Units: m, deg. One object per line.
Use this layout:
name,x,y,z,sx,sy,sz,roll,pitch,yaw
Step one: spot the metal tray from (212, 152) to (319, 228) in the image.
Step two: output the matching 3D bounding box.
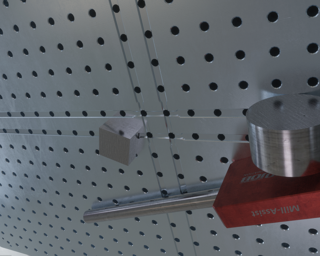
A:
metal tray,0.131,0.060,0.337,0.130,0.090,0.030,-21,107,36

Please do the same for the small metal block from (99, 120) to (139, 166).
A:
small metal block,-0.061,0.022,0.457,0.050,0.025,0.050,19,126,16

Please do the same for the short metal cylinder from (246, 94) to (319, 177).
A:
short metal cylinder,0.130,0.005,0.310,0.080,0.080,0.050,0,118,28

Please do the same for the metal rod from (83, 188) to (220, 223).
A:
metal rod,-0.018,0.129,0.500,0.300,0.025,0.025,-19,109,35
